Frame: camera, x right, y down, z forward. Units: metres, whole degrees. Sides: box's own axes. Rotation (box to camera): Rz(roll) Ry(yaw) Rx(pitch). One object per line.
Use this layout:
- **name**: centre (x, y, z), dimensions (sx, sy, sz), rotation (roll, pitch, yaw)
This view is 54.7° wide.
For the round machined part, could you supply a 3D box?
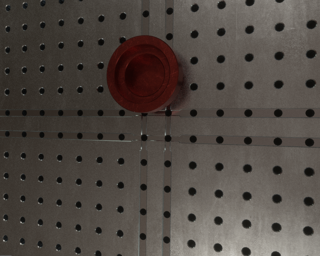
- **round machined part**: centre (-0.017, -0.068, 0.409), dimensions (0.098, 0.042, 0.097), rotation (0, 90, 19)
